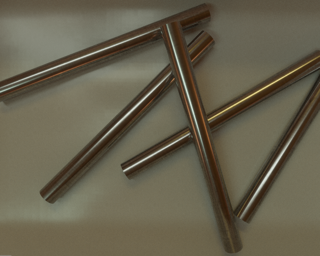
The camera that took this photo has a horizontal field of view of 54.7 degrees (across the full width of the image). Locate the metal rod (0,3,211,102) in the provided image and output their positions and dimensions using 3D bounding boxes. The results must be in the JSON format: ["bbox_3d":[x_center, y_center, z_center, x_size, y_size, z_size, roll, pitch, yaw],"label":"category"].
[{"bbox_3d":[-0.078,-0.099,0.410,0.301,0.025,0.025,-21,90,-1],"label":"metal rod"}]

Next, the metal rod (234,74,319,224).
[{"bbox_3d":[0.188,-0.007,0.413,0.025,0.025,0.299,32,90,-1],"label":"metal rod"}]

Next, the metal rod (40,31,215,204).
[{"bbox_3d":[-0.042,-0.015,0.410,0.300,0.025,0.025,-45,91,-1],"label":"metal rod"}]

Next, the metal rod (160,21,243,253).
[{"bbox_3d":[0.055,0.019,0.388,0.025,0.025,0.298,-17,100,0],"label":"metal rod"}]

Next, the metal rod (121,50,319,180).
[{"bbox_3d":[0.084,-0.018,0.412,0.301,0.025,0.025,-30,90,-1],"label":"metal rod"}]
